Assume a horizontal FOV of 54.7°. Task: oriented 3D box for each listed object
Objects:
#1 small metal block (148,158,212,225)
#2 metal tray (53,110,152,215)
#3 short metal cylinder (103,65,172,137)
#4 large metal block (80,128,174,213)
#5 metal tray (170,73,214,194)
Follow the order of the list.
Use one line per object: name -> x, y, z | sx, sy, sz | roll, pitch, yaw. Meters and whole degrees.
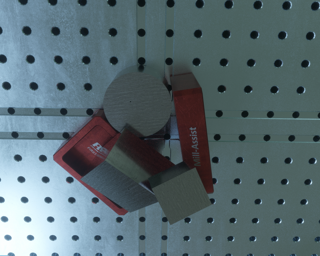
small metal block -> 0.022, 0.069, 0.339 | 0.050, 0.025, 0.050 | -26, 109, -3
metal tray -> -0.066, 0.050, 0.427 | 0.090, 0.030, 0.130 | -41, 106, 13
short metal cylinder -> -0.026, -0.035, 0.387 | 0.081, 0.050, 0.079 | 0, 110, -1
large metal block -> -0.040, 0.056, 0.387 | 0.080, 0.050, 0.080 | 38, 141, -14
metal tray -> 0.038, 0.006, 0.381 | 0.030, 0.090, 0.129 | -9, 110, 3
